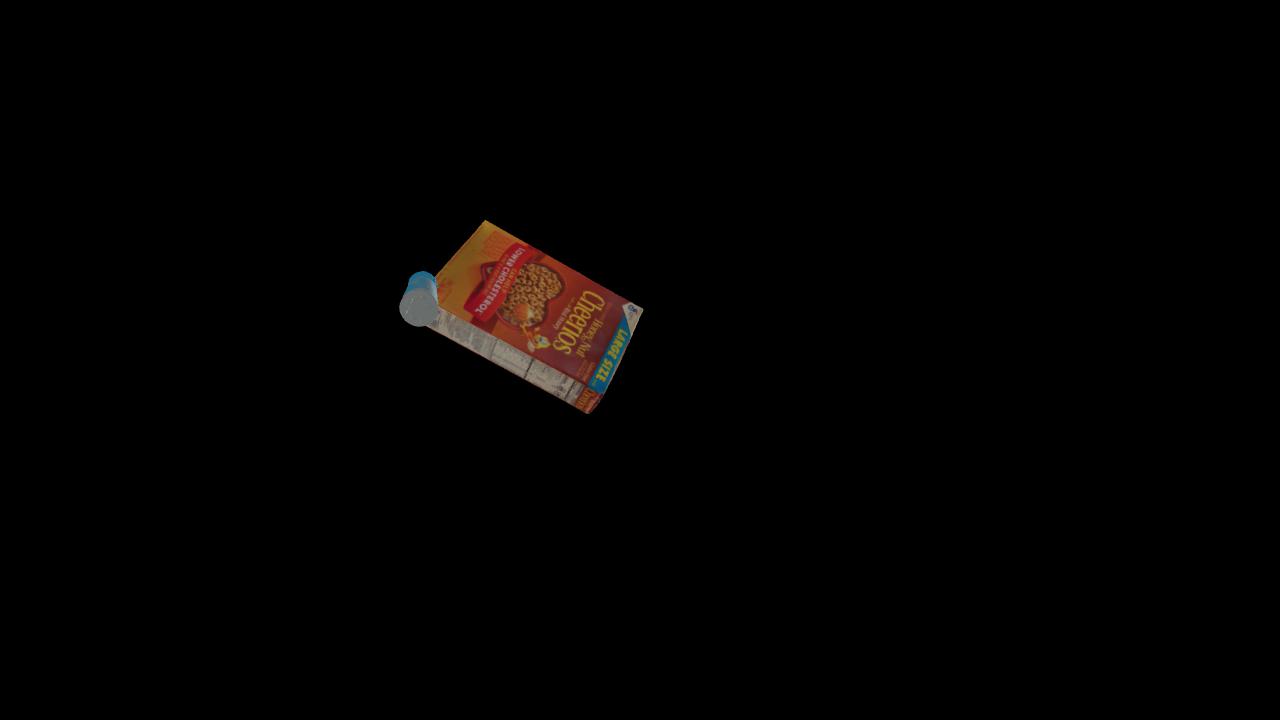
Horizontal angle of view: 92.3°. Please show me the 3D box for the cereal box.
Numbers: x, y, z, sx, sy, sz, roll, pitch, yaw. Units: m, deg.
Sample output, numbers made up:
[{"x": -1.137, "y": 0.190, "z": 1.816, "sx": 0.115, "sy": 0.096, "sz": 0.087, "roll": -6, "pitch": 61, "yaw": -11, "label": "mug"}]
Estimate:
[{"x": -0.164, "y": -0.072, "z": 0.978, "sx": 0.306, "sy": 0.203, "sz": 0.081, "roll": 29, "pitch": -41, "yaw": -5, "label": "cereal box"}]

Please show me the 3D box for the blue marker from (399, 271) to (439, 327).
[{"x": -0.130, "y": -0.039, "z": 0.367, "sx": 0.020, "sy": 0.020, "sz": 0.121, "roll": 0, "pitch": 12, "yaw": -18, "label": "blue marker"}]
